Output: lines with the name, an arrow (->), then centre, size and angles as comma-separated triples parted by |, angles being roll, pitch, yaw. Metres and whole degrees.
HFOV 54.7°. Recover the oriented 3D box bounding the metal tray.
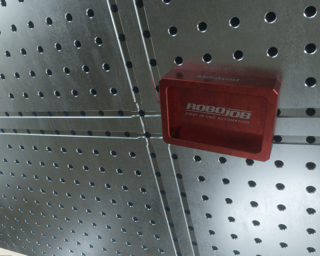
metal tray -> 0.066, -0.016, 0.362 | 0.130, 0.030, 0.089 | 10, 123, 22
